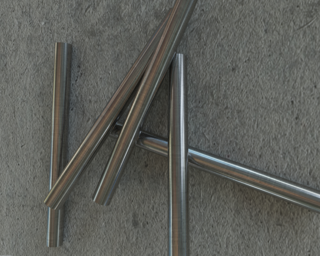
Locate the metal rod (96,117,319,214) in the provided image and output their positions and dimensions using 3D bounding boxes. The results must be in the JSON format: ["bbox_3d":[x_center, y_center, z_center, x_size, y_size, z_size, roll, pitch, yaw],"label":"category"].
[{"bbox_3d":[0.048,0.039,0.391,0.301,0.025,0.025,19,96,19],"label":"metal rod"}]

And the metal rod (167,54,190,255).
[{"bbox_3d":[0.022,0.054,0.368,0.025,0.025,0.299,-4,76,20],"label":"metal rod"}]

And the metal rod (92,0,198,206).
[{"bbox_3d":[-0.018,-0.040,0.389,0.025,0.025,0.298,26,97,18],"label":"metal rod"}]

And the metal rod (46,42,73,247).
[{"bbox_3d":[-0.150,0.025,0.461,0.025,0.025,0.298,3,91,20],"label":"metal rod"}]

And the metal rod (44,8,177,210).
[{"bbox_3d":[-0.060,-0.023,0.406,0.025,0.025,0.299,34,92,17],"label":"metal rod"}]
